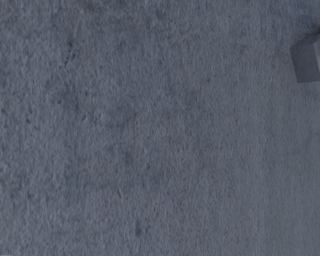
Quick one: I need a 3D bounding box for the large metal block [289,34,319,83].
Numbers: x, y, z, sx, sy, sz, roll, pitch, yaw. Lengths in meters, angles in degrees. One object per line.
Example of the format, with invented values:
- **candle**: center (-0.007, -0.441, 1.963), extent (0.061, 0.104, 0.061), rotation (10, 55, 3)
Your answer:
- **large metal block**: center (0.331, -0.152, 0.670), extent (0.081, 0.050, 0.080), rotation (-35, 112, -35)
